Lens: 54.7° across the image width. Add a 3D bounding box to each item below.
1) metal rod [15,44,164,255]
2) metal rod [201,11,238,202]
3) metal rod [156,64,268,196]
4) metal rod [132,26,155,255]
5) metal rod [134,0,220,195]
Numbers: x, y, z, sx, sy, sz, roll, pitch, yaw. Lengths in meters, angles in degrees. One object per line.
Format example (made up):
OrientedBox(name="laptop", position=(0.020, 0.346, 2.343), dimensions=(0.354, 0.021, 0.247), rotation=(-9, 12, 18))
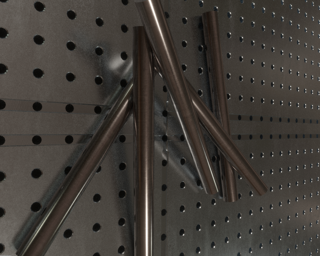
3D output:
OrientedBox(name="metal rod", position=(-0.061, 0.007, 0.359), dimensions=(0.025, 0.025, 0.300), rotation=(44, 63, -32))
OrientedBox(name="metal rod", position=(0.096, -0.029, 0.492), dimensions=(0.025, 0.025, 0.298), rotation=(-14, 99, -40))
OrientedBox(name="metal rod", position=(0.081, 0.007, 0.445), dimensions=(0.300, 0.025, 0.025), rotation=(48, 62, -30))
OrientedBox(name="metal rod", position=(-0.019, 0.034, 0.371), dimensions=(0.025, 0.025, 0.298), rotation=(-7, 102, -40))
OrientedBox(name="metal rod", position=(0.033, -0.018, 0.393), dimensions=(0.025, 0.025, 0.299), rotation=(-47, 132, -30))
